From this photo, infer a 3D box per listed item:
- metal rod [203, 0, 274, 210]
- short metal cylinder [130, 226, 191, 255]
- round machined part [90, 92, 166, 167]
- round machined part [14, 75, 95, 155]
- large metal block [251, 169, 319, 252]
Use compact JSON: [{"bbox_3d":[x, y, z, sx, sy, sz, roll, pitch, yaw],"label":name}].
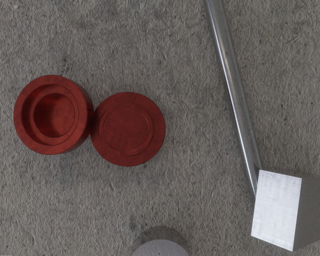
[{"bbox_3d":[0.103,-0.032,0.410,0.025,0.025,0.298,-14,90,0],"label":"metal rod"},{"bbox_3d":[0.001,0.174,0.398,0.081,0.050,0.080,0,90,0],"label":"short metal cylinder"},{"bbox_3d":[-0.042,0.002,0.401,0.099,0.042,0.097,0,90,-1],"label":"round machined part"},{"bbox_3d":[-0.129,-0.015,0.394,0.098,0.042,0.097,0,88,11],"label":"round machined part"},{"bbox_3d":[0.160,0.095,0.379,0.081,0.050,0.080,7,90,-43],"label":"large metal block"}]
